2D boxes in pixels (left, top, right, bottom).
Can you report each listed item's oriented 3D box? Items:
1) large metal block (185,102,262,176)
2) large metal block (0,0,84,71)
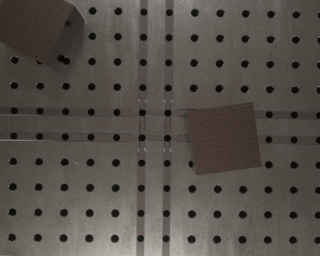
[{"bbox_3d":[0.079,0.013,0.402,0.081,0.050,0.080,-8,90,-1],"label":"large metal block"},{"bbox_3d":[-0.158,-0.131,0.399,0.080,0.050,0.080,28,90,-1],"label":"large metal block"}]
